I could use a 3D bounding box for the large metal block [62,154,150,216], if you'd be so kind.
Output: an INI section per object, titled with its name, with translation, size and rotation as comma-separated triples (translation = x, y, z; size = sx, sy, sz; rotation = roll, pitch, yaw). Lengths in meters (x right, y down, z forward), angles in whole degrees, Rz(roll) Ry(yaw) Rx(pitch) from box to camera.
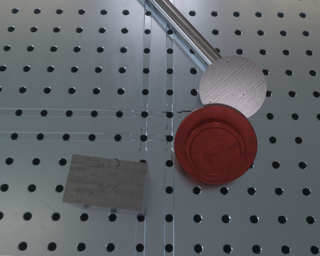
[large metal block]
translation = -0.056, 0.069, 0.357
size = 0.080, 0.080, 0.050
rotation = 7, 70, 2

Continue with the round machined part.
[round machined part]
translation = 0.066, 0.022, 0.370
size = 0.098, 0.042, 0.097
rotation = 2, 104, 9

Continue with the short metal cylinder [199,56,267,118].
[short metal cylinder]
translation = 0.091, -0.051, 0.401
size = 0.080, 0.050, 0.079
rotation = 1, 98, 7

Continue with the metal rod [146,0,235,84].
[metal rod]
translation = 0.017, -0.174, 0.475
size = 0.025, 0.025, 0.300
rotation = -35, 74, -12
